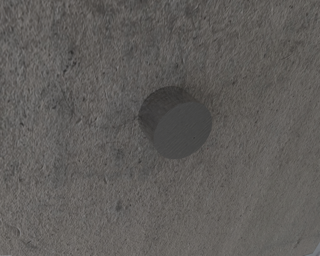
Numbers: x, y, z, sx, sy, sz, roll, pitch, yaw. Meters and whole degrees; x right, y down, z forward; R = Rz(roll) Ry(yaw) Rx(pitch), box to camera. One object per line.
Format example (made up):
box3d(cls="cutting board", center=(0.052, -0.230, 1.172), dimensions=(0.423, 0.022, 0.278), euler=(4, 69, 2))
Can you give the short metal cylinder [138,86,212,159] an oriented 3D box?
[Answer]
box3d(cls="short metal cylinder", center=(0.019, -0.007, 0.396), dimensions=(0.081, 0.050, 0.080), euler=(-14, 124, -21))
